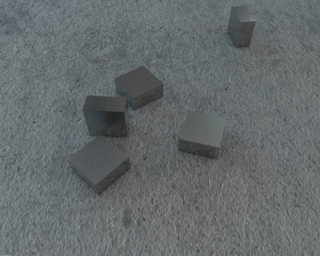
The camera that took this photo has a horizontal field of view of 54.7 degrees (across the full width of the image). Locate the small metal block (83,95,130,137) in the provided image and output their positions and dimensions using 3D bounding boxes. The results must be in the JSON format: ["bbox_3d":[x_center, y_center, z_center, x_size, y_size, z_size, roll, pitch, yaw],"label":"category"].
[{"bbox_3d":[-0.067,-0.014,0.398,0.050,0.050,0.025,3,50,2],"label":"small metal block"}]

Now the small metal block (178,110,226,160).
[{"bbox_3d":[0.054,0.008,0.397,0.050,0.025,0.050,13,51,10],"label":"small metal block"}]

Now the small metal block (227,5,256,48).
[{"bbox_3d":[0.139,-0.175,0.535,0.025,0.050,0.050,-7,51,-6],"label":"small metal block"}]

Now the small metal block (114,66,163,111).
[{"bbox_3d":[-0.031,-0.059,0.453,0.050,0.025,0.050,-29,56,-22],"label":"small metal block"}]

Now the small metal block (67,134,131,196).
[{"bbox_3d":[-0.071,0.043,0.367,0.050,0.025,0.050,35,58,26],"label":"small metal block"}]
